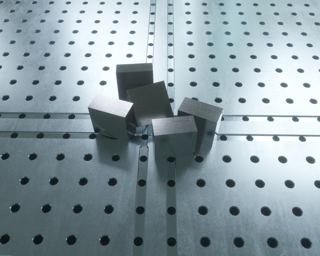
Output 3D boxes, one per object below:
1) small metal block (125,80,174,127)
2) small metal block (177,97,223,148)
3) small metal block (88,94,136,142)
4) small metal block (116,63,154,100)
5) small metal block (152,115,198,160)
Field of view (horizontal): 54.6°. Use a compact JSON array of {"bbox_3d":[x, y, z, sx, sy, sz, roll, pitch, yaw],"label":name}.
[{"bbox_3d":[-0.015,-0.032,0.417,0.050,0.025,0.050,-17,96,-14],"label":"small metal block"},{"bbox_3d":[0.050,-0.007,0.398,0.050,0.050,0.025,19,53,15],"label":"small metal block"},{"bbox_3d":[-0.061,-0.012,0.402,0.050,0.050,0.025,15,52,13],"label":"small metal block"},{"bbox_3d":[-0.035,-0.064,0.442,0.050,0.050,0.025,-4,37,-3],"label":"small metal block"},{"bbox_3d":[0.017,0.013,0.381,0.050,0.050,0.025,-6,50,-5],"label":"small metal block"}]
